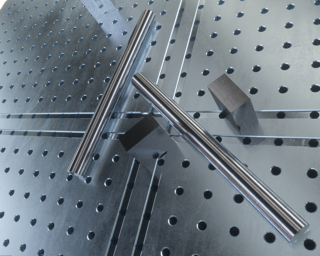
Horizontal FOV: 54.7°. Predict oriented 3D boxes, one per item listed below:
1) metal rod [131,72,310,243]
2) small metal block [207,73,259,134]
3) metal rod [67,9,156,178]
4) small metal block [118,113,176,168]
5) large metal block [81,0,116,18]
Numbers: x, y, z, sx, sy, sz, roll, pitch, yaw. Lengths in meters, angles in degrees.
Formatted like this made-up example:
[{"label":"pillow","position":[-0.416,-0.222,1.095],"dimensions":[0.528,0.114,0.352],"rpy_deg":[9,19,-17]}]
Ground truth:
[{"label":"metal rod","position":[0.047,0.011,0.376],"dimensions":[0.025,0.025,0.300],"rpy_deg":[-42,51,-1]},{"label":"small metal block","position":[0.086,-0.028,0.364],"dimensions":[0.025,0.050,0.050],"rpy_deg":[-36,51,5]},{"label":"metal rod","position":[-0.069,-0.066,0.485],"dimensions":[0.025,0.025,0.300],"rpy_deg":[7,65,31]},{"label":"small metal block","position":[-0.015,0.016,0.390],"dimensions":[0.050,0.050,0.025],"rpy_deg":[-39,51,2]},{"label":"large metal block","position":[-0.132,-0.284,0.617],"dimensions":[0.050,0.080,0.080],"rpy_deg":[-18,55,18]}]
